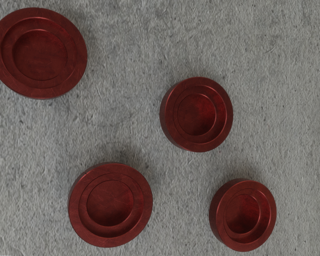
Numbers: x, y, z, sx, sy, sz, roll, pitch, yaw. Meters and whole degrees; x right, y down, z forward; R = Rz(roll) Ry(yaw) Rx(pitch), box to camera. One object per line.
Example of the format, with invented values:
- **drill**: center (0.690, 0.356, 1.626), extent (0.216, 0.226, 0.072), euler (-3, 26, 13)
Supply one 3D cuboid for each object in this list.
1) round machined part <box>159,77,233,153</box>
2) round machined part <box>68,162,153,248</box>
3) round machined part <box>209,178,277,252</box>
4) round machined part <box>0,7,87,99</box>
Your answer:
- **round machined part**: center (0.045, -0.017, 0.416), extent (0.099, 0.042, 0.097), euler (0, 90, -20)
- **round machined part**: center (-0.062, 0.089, 0.377), extent (0.099, 0.042, 0.097), euler (0, 90, -20)
- **round machined part**: center (0.113, 0.120, 0.442), extent (0.099, 0.042, 0.097), euler (0, 90, -20)
- **round machined part**: center (-0.135, -0.080, 0.350), extent (0.099, 0.042, 0.097), euler (0, 90, -20)
